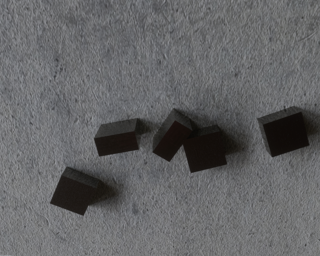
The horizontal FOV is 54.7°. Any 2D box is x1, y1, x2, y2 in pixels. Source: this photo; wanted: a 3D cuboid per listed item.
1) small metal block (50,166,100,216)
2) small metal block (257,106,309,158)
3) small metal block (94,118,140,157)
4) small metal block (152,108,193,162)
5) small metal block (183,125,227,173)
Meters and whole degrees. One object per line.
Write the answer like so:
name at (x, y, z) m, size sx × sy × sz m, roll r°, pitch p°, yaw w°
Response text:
small metal block at (-0.121, 0.090, 0.442) m, size 0.050 × 0.025 × 0.050 m, roll 24°, pitch 108°, yaw -9°
small metal block at (0.164, 0.005, 0.413) m, size 0.050 × 0.025 × 0.050 m, roll -20°, pitch 109°, yaw 7°
small metal block at (-0.053, 0.011, 0.400) m, size 0.050 × 0.050 × 0.025 m, roll -10°, pitch 110°, yaw 3°
small metal block at (0.015, 0.008, 0.399) m, size 0.025 × 0.050 × 0.050 m, roll 31°, pitch 107°, yaw -11°
small metal block at (0.059, 0.028, 0.421) m, size 0.050 × 0.025 × 0.050 m, roll -15°, pitch 110°, yaw 5°
